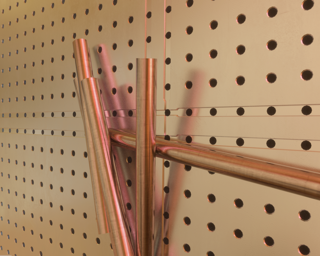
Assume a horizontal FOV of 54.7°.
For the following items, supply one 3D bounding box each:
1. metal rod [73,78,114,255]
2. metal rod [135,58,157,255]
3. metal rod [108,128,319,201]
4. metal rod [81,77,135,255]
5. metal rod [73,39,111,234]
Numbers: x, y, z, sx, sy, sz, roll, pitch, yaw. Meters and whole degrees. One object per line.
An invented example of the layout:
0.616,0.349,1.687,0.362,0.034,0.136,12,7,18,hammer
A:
-0.090,0.059,0.481,0.025,0.025,0.299,-26,74,37,metal rod
-0.018,0.064,0.395,0.025,0.025,0.298,11,105,39,metal rod
0.038,0.034,0.376,0.300,0.025,0.025,11,97,39,metal rod
-0.070,0.072,0.429,0.025,0.025,0.299,-23,75,37,metal rod
-0.101,0.003,0.467,0.025,0.025,0.299,-22,72,37,metal rod
